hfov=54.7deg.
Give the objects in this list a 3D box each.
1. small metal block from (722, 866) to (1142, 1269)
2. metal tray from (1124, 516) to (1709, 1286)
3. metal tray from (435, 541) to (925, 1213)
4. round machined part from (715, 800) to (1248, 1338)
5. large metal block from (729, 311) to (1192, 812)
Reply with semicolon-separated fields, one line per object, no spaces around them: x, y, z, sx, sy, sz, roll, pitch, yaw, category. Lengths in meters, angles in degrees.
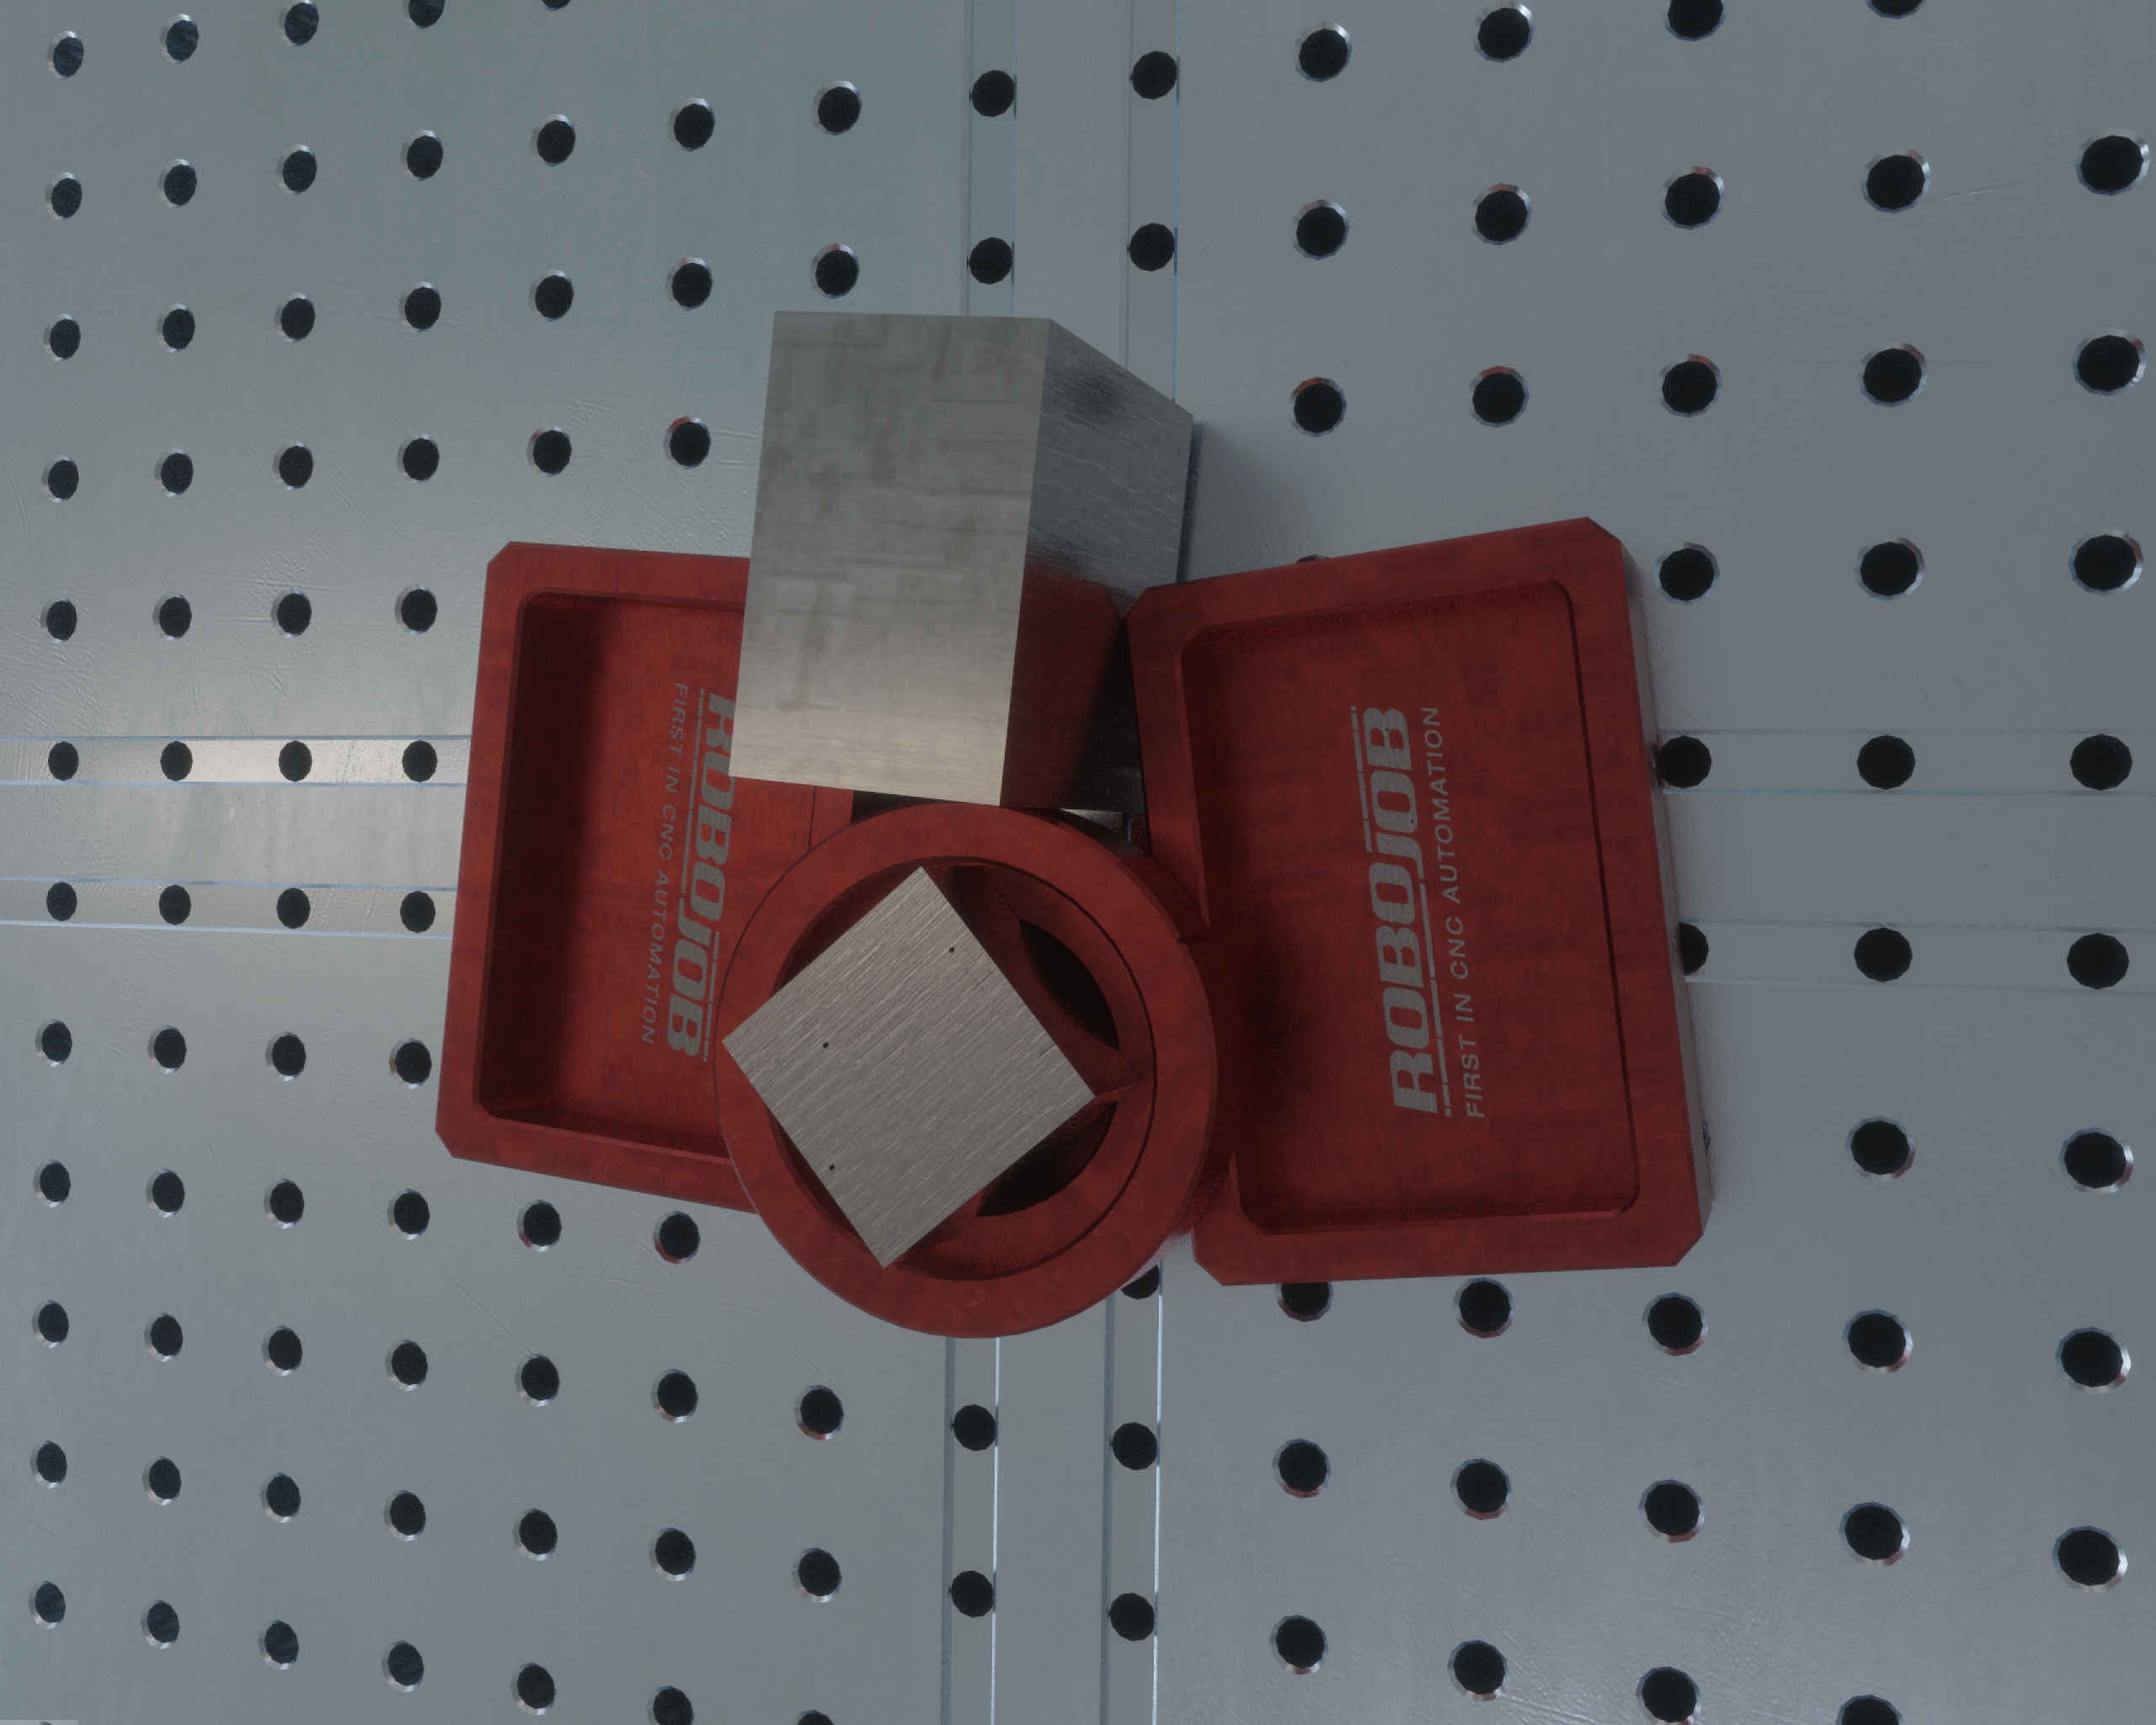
-0.026;0.036;0.373;0.050;0.025;0.050;-41;77;15;small metal block
0.062;0.009;0.384;0.090;0.030;0.129;-7;88;19;metal tray
-0.082;0.002;0.434;0.090;0.030;0.129;7;92;19;metal tray
-0.015;0.037;0.395;0.098;0.042;0.097;0;90;19;round machined part
-0.018;-0.052;0.386;0.050;0.080;0.079;7;92;20;large metal block
